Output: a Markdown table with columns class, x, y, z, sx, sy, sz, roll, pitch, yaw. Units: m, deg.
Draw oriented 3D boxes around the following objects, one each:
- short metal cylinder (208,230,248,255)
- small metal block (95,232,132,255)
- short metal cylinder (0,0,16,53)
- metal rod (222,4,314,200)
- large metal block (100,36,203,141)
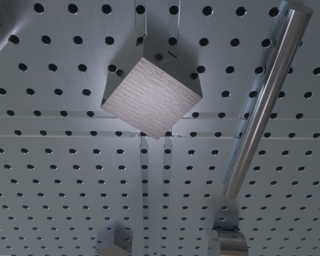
| class | x | y | z | sx | sy | sz | roll | pitch | yaw |
| --- | --- | --- | --- | --- | --- | --- | --- | --- | --- |
| short metal cylinder | 0.124 | 0.233 | 0.575 | 0.050 | 0.080 | 0.079 | 7 | 130 | -6 |
| small metal block | -0.091 | 0.235 | 0.611 | 0.050 | 0.025 | 0.050 | -32 | 124 | 24 |
| short metal cylinder | -0.193 | -0.103 | 0.305 | 0.081 | 0.050 | 0.079 | 0 | 130 | 0 |
| metal rod | 0.127 | -0.007 | 0.406 | 0.025 | 0.025 | 0.298 | 4 | 130 | -4 |
| large metal block | -0.010 | -0.043 | 0.358 | 0.080 | 0.050 | 0.080 | 31 | 124 | -24 |
